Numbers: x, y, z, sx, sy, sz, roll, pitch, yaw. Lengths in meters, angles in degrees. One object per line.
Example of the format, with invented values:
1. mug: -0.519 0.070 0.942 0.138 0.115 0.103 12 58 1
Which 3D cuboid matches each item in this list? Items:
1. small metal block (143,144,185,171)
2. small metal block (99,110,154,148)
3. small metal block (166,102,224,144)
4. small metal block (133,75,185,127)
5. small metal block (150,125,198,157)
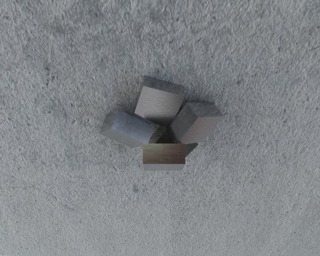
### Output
1. small metal block: 0.005 0.038 0.393 0.050 0.025 0.050 0 163 -1
2. small metal block: -0.044 0.003 0.395 0.050 0.025 0.050 26 161 -22
3. small metal block: 0.044 -0.006 0.390 0.050 0.025 0.050 -5 141 -43
4. small metal block: -0.003 -0.032 0.382 0.050 0.025 0.050 13 129 -12
5. small metal block: 0.016 0.020 0.427 0.050 0.025 0.050 26 125 -21
